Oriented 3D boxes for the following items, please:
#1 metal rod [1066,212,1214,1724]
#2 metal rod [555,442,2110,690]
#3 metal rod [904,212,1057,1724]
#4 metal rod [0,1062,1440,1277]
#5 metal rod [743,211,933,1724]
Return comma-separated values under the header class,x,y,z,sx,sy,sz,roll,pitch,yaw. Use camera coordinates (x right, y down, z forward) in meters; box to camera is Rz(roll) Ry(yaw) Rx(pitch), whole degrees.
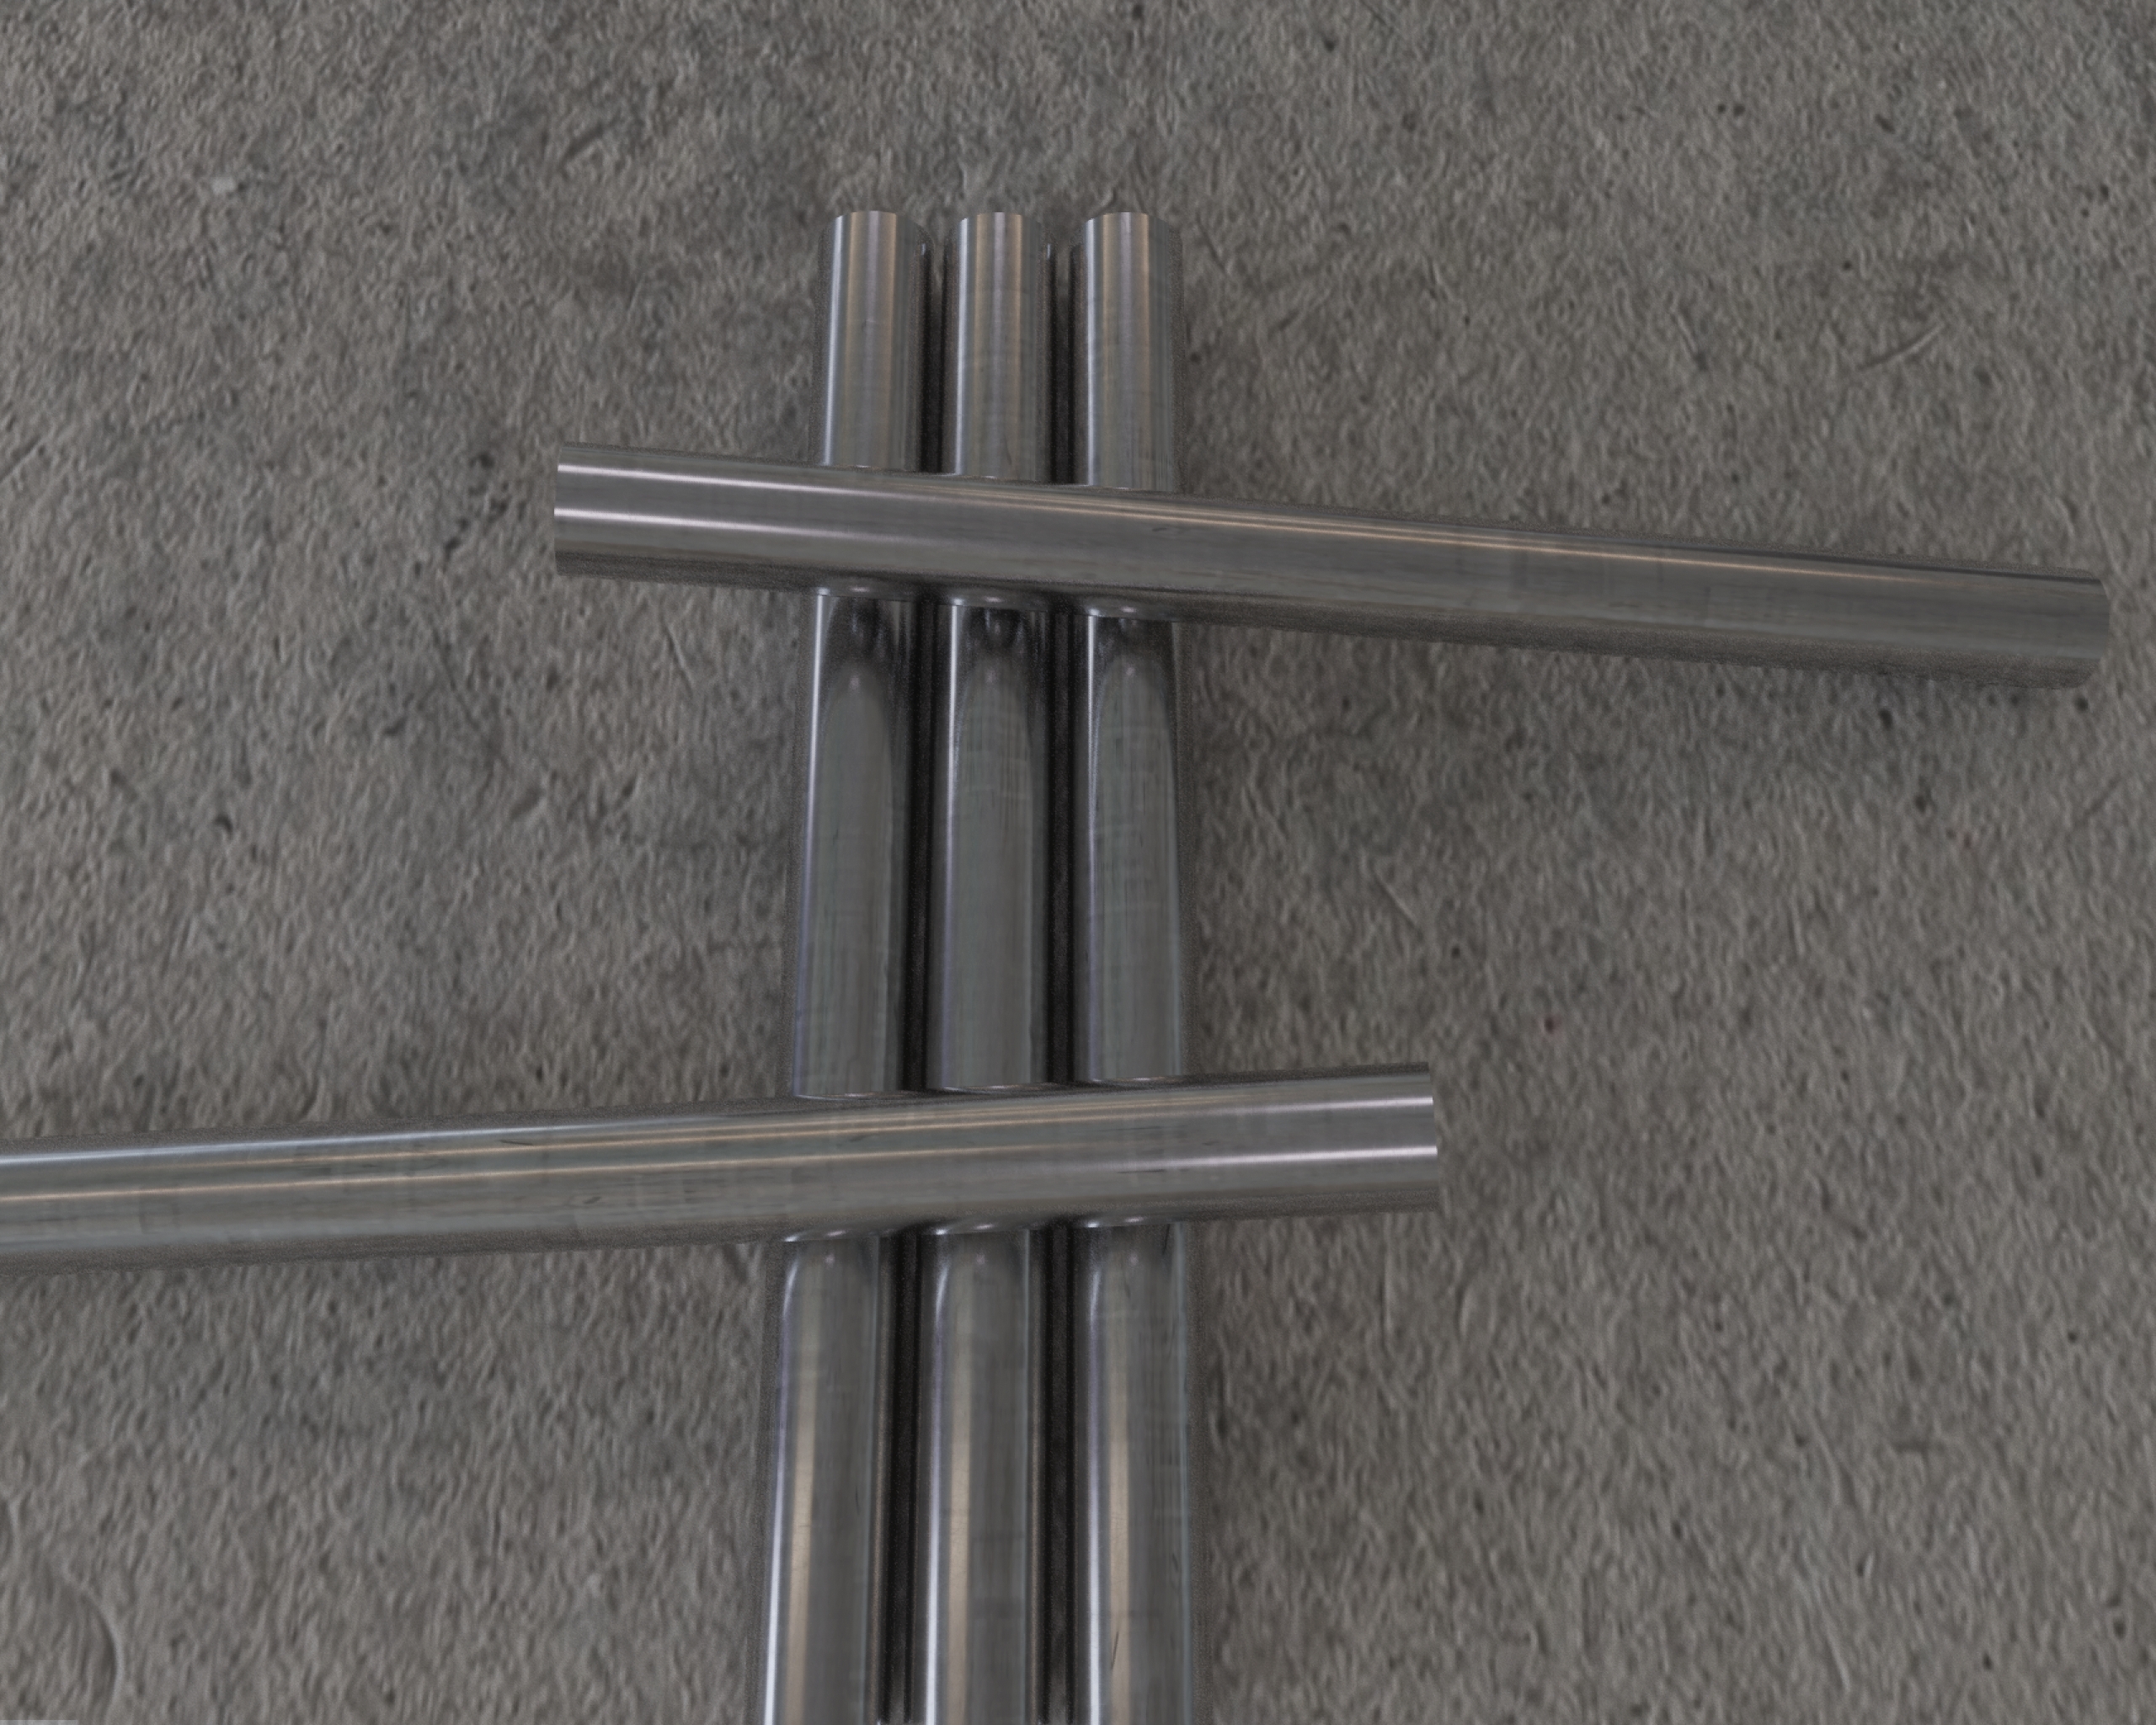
class,x,y,z,sx,sy,sz,roll,pitch,yaw
metal rod,0.010,0.006,0.405,0.025,0.025,0.299,0,70,0
metal rod,0.054,-0.057,0.407,0.302,0.025,0.025,3,70,-8
metal rod,-0.017,0.006,0.405,0.025,0.025,0.299,0,70,0
metal rod,-0.090,0.056,0.365,0.302,0.025,0.025,-4,70,7
metal rod,-0.044,0.006,0.405,0.025,0.025,0.299,0,70,0
